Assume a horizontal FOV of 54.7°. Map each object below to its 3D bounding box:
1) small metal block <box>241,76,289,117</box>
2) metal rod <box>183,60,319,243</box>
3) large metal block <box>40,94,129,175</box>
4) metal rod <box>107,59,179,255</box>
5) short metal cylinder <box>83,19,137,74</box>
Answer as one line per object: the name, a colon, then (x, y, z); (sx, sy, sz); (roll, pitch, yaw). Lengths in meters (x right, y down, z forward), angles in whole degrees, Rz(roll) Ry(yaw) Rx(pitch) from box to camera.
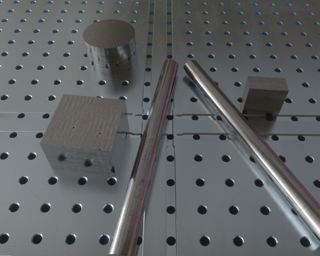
small metal block: (0.143, -0.043, 0.429); (0.050, 0.050, 0.025); (4, 50, 3)
metal rod: (0.111, 0.007, 0.402); (0.025, 0.025, 0.300); (-20, 53, -16)
large metal block: (-0.088, 0.007, 0.385); (0.080, 0.050, 0.080); (6, 50, 5)
metal rod: (-0.011, 0.014, 0.395); (0.025, 0.025, 0.300); (8, 50, 7)
short metal cylinder: (-0.079, -0.132, 0.502); (0.081, 0.050, 0.080); (0, 50, 0)
